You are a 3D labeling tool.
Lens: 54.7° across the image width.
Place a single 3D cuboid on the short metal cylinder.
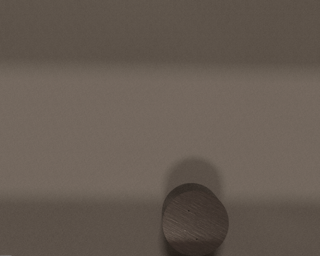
[{"bbox_3d":[0.043,0.115,0.400,0.081,0.050,0.079,0,90,-1],"label":"short metal cylinder"}]
